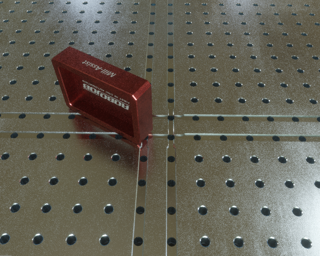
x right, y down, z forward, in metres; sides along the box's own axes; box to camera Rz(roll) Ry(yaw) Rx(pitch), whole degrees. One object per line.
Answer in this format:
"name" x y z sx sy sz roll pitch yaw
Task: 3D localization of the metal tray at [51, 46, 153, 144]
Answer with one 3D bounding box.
"metal tray" -0.072 -0.041 0.399 0.130 0.090 0.030 26 55 20
